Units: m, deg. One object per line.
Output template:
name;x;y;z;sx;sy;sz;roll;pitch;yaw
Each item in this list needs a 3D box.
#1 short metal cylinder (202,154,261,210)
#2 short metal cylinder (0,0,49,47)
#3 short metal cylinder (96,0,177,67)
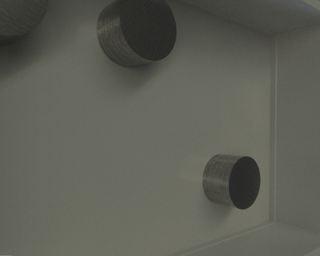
short metal cylinder;0.113;0.082;0.485;0.081;0.050;0.080;0;90;-40
short metal cylinder;-0.146;-0.115;0.268;0.081;0.050;0.080;0;90;-40
short metal cylinder;-0.027;-0.116;0.367;0.081;0.050;0.080;0;90;-40
